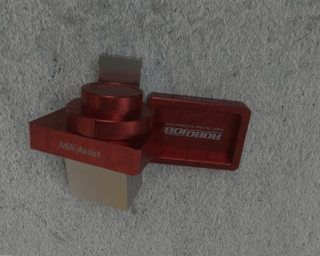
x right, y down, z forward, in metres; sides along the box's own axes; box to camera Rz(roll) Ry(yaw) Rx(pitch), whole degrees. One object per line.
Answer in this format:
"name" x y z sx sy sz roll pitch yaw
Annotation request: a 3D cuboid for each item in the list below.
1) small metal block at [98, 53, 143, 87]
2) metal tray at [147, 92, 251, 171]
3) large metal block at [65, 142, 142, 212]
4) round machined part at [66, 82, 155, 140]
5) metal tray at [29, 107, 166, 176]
"small metal block" -0.049 -0.064 0.387 0.050 0.025 0.050 6 110 -3
"metal tray" 0.045 0.005 0.411 0.131 0.030 0.089 6 110 -3
"large metal block" -0.069 0.051 0.395 0.080 0.050 0.079 12 124 14
"round machined part" -0.055 -0.024 0.351 0.099 0.098 0.042 6 110 -3
"metal tray" -0.069 0.008 0.360 0.131 0.090 0.030 13 111 14
